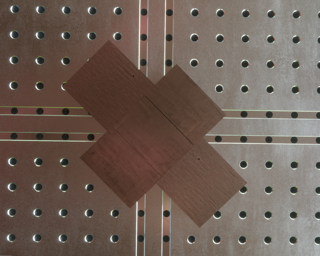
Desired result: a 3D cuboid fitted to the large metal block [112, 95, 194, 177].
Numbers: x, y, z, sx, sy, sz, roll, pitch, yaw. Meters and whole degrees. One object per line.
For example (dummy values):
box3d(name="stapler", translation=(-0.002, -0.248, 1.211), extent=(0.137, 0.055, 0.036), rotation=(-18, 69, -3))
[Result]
box3d(name="large metal block", translation=(-0.008, 0.009, 0.386), extent=(0.050, 0.080, 0.080), rotation=(-44, 91, 0))

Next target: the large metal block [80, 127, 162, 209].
box3d(name="large metal block", translation=(-0.044, 0.044, 0.386), extent=(0.050, 0.080, 0.080), rotation=(-44, 91, 0))

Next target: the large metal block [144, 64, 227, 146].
box3d(name="large metal block", translation=(0.028, -0.026, 0.387), extent=(0.050, 0.080, 0.080), rotation=(-44, 91, 0))

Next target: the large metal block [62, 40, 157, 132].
box3d(name="large metal block", translation=(-0.061, -0.050, 0.397), extent=(0.080, 0.050, 0.080), rotation=(45, 91, -1))

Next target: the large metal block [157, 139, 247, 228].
box3d(name="large metal block", translation=(0.050, 0.065, 0.402), extent=(0.080, 0.050, 0.080), rotation=(-44, 91, 1))
